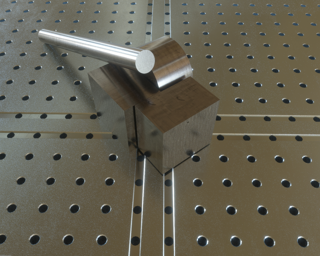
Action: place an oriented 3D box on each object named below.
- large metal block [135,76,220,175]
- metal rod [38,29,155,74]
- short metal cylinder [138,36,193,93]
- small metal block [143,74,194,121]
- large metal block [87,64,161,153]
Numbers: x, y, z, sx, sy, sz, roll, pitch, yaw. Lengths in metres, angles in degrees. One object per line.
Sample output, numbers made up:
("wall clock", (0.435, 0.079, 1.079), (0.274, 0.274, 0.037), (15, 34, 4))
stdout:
("large metal block", (0.020, -0.003, 0.372), (0.081, 0.080, 0.050), (-31, 57, -23))
("metal rod", (-0.108, -0.116, 0.436), (0.025, 0.025, 0.300), (-34, 37, -25))
("short metal cylinder", (-0.003, -0.071, 0.398), (0.050, 0.080, 0.080), (-30, 56, -23))
("small metal block", (0.012, -0.045, 0.446), (0.050, 0.025, 0.050), (-34, 58, -26))
("large metal block", (-0.044, -0.029, 0.397), (0.050, 0.080, 0.080), (-31, 57, -23))
